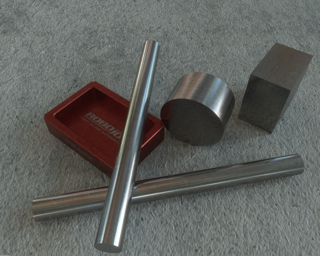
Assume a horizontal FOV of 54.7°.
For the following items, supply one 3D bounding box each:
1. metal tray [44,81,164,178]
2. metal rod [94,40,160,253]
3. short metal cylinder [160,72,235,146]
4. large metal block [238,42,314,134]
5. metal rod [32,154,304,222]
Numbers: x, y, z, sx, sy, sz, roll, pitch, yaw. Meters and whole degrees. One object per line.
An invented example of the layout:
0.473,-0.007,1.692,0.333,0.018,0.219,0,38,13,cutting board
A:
-0.071,-0.001,0.399,0.130,0.030,0.090,31,56,23,metal tray
-0.029,-0.008,0.369,0.025,0.025,0.300,5,50,4,metal rod
0.047,-0.022,0.387,0.080,0.080,0.050,19,52,14,short metal cylinder
0.152,-0.053,0.414,0.050,0.080,0.080,29,56,21,large metal block
0.016,0.065,0.348,0.302,0.025,0.025,-8,51,-8,metal rod
